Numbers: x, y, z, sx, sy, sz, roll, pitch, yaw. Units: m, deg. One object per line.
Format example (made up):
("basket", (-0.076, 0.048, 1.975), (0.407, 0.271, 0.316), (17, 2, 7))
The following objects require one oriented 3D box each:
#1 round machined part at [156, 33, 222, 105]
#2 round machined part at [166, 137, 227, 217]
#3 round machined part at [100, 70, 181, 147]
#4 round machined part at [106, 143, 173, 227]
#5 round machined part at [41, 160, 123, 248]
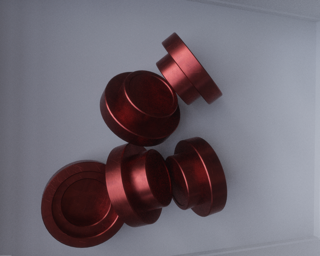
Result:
("round machined part", (0.032, -0.067, 0.389), (0.042, 0.098, 0.098), (-38, 104, 11))
("round machined part", (0.038, 0.063, 0.386), (0.042, 0.098, 0.097), (-13, 95, -20))
("round machined part", (-0.018, -0.030, 0.371), (0.099, 0.042, 0.098), (16, 52, -21))
("round machined part", (-0.018, 0.062, 0.364), (0.042, 0.098, 0.098), (-19, 98, 20))
("round machined part", (-0.089, 0.086, 0.369), (0.099, 0.042, 0.097), (0, 90, -20))
